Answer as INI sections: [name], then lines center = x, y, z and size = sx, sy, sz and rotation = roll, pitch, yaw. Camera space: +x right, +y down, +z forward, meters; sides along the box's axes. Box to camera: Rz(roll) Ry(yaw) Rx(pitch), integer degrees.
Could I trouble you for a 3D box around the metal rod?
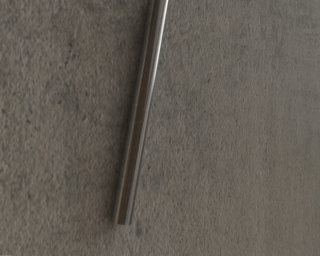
[metal rod]
center = -0.023, -0.034, 0.387
size = 0.025, 0.025, 0.298
rotation = 15, 80, -39
